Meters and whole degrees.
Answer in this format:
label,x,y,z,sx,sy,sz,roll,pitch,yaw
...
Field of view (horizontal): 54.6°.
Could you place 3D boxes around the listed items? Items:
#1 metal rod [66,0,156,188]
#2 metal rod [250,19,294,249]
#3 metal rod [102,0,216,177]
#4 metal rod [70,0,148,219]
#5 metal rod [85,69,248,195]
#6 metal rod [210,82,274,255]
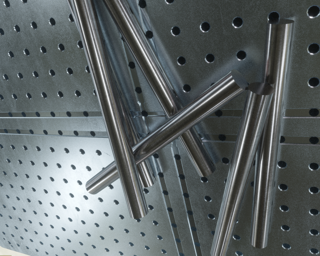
label,x,y,z,sx,sy,sz,roll,pitch,yaw
metal rod,-0.063,-0.048,0.415,0.025,0.025,0.299,-5,116,30
metal rod,0.126,0.030,0.363,0.025,0.025,0.298,8,122,24
metal rod,-0.008,-0.068,0.373,0.025,0.025,0.299,-18,109,35
metal rod,-0.060,-0.027,0.376,0.025,0.025,0.298,-4,107,30
metal rod,-0.014,0.023,0.399,0.025,0.025,0.299,48,129,-6
metal rod,0.095,0.079,0.394,0.025,0.025,0.298,17,130,19
